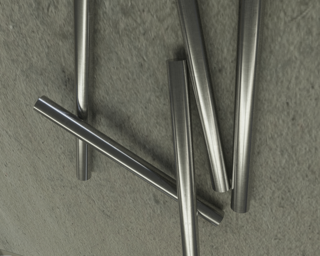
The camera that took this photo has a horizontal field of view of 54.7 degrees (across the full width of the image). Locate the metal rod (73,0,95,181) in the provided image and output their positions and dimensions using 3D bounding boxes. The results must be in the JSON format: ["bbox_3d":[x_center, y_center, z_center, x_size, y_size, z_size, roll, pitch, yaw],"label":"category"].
[{"bbox_3d":[-0.107,-0.040,0.436,0.025,0.025,0.298,21,126,15],"label":"metal rod"}]

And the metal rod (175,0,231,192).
[{"bbox_3d":[0.048,-0.053,0.347,0.025,0.025,0.298,0,119,28],"label":"metal rod"}]

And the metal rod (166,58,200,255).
[{"bbox_3d":[0.033,0.063,0.398,0.025,0.025,0.298,4,112,26],"label":"metal rod"}]

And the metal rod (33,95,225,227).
[{"bbox_3d":[-0.041,0.047,0.435,0.301,0.025,0.025,33,129,-2],"label":"metal rod"}]

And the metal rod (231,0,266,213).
[{"bbox_3d":[0.095,-0.024,0.341,0.025,0.025,0.298,8,122,23],"label":"metal rod"}]
